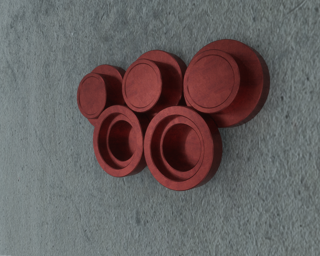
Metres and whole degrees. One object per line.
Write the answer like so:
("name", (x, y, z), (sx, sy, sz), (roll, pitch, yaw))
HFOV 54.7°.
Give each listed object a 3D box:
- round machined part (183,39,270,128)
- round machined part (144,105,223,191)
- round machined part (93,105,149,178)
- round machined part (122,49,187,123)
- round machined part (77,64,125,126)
("round machined part", (0.065, -0.049, 0.341), (0.098, 0.042, 0.097), (0, 90, 39))
("round machined part", (0.031, 0.023, 0.368), (0.098, 0.042, 0.097), (0, 90, 39))
("round machined part", (-0.045, 0.017, 0.430), (0.098, 0.042, 0.097), (0, 90, 39))
("round machined part", (-0.011, -0.053, 0.403), (0.098, 0.042, 0.097), (0, 90, 39))
("round machined part", (-0.087, -0.047, 0.465), (0.098, 0.042, 0.097), (0, 90, 39))
